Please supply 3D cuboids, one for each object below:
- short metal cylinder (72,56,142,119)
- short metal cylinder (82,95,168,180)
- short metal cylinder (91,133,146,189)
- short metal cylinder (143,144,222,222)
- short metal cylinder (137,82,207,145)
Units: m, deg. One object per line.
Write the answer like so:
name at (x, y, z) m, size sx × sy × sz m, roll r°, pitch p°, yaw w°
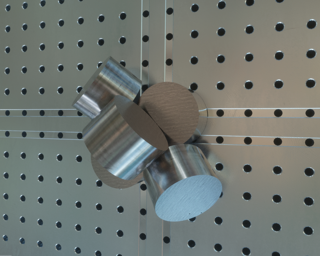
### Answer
short metal cylinder at (-0.068, -0.045, 0.399) m, size 0.050 × 0.080 × 0.080 m, roll 37°, pitch 104°, yaw -19°
short metal cylinder at (-0.037, 0.010, 0.341) m, size 0.050 × 0.080 × 0.080 m, roll -43°, pitch 77°, yaw 15°
short metal cylinder at (-0.044, 0.036, 0.413) m, size 0.080 × 0.050 × 0.079 m, roll 0°, pitch 90°, yaw 19°
short metal cylinder at (0.025, 0.065, 0.366) m, size 0.080 × 0.080 × 0.050 m, roll -42°, pitch 42°, yaw 15°
short metal cylinder at (0.015, -0.016, 0.392) m, size 0.080 × 0.050 × 0.079 m, roll 0°, pitch 90°, yaw 19°
